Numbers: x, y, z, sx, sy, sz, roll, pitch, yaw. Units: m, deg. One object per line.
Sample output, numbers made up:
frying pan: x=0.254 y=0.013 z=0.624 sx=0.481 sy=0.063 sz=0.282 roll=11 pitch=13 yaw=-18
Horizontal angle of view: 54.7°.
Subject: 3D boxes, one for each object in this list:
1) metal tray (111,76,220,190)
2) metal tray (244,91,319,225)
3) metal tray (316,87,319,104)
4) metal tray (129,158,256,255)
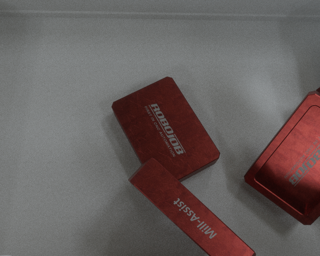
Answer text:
metal tray: x=0.006 y=0.006 z=0.405 sx=0.090 sy=0.030 sz=0.130 roll=-27 pitch=72 yaw=-10
metal tray: x=0.170 y=0.035 z=0.351 sx=0.090 sy=0.030 sz=0.129 roll=37 pitch=116 yaw=15
metal tray: x=0.247 y=-0.008 z=0.379 sx=0.030 sy=0.090 sz=0.129 roll=-3 pitch=70 yaw=-10
metal tray: x=0.026 y=0.087 z=0.319 sx=0.130 sy=0.090 sz=0.030 roll=43 pitch=79 yaw=1
